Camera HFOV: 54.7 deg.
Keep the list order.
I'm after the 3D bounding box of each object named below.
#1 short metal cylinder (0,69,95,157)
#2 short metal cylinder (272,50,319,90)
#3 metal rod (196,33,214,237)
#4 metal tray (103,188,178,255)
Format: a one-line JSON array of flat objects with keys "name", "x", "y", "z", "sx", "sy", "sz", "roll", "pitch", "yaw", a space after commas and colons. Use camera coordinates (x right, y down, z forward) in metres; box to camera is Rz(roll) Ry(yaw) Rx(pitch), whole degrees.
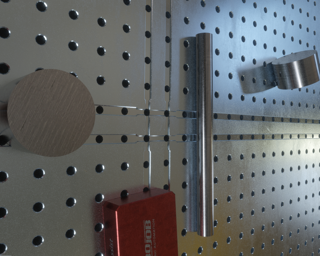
[{"name": "short metal cylinder", "x": -0.111, "y": -0.014, "z": 0.300, "sx": 0.081, "sy": 0.050, "sz": 0.080, "roll": 0, "pitch": 90, "yaw": -40}, {"name": "short metal cylinder", "x": 0.261, "y": -0.111, "z": 0.591, "sx": 0.081, "sy": 0.080, "sz": 0.050, "roll": -32, "pitch": 110, "yaw": -35}, {"name": "metal rod", "x": 0.067, "y": 0.010, "z": 0.465, "sx": 0.025, "sy": 0.025, "sz": 0.298, "roll": -1, "pitch": 91, "yaw": -40}, {"name": "metal tray", "x": -0.021, "y": 0.149, "z": 0.389, "sx": 0.091, "sy": 0.030, "sz": 0.129, "roll": -5, "pitch": 93, "yaw": -40}]
